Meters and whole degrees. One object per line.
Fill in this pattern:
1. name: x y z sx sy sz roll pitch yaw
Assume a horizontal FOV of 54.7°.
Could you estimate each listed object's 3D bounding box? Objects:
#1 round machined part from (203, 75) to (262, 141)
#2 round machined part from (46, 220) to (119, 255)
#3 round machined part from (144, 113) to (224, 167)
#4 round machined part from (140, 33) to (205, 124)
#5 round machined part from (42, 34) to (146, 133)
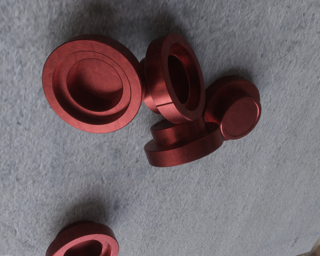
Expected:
1. round machined part: 0.104 -0.022 0.441 0.099 0.042 0.097 -14 125 -21
2. round machined part: -0.112 0.172 0.442 0.099 0.042 0.097 -14 125 -21
3. round machined part: 0.026 0.009 0.388 0.099 0.098 0.042 -21 102 -16
4. round machined part: 0.011 -0.052 0.348 0.042 0.098 0.098 -11 138 31
5. round machined part: -0.063 -0.047 0.315 0.099 0.042 0.097 3 120 5
